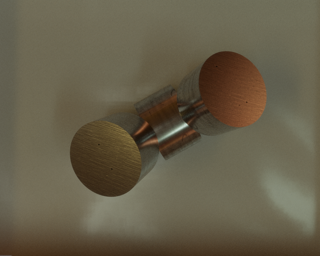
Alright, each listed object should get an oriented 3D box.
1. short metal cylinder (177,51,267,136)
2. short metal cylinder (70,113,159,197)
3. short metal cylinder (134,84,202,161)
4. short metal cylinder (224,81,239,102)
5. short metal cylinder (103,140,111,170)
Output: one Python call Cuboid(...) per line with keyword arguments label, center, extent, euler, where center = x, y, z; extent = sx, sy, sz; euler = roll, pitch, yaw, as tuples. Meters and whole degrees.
Cuboid(label="short metal cylinder", center=(0.065, -0.035, 0.333), extent=(0.081, 0.050, 0.080), euler=(5, 77, -21))
Cuboid(label="short metal cylinder", center=(-0.047, 0.026, 0.332), extent=(0.080, 0.050, 0.079), euler=(4, 104, 18))
Cuboid(label="short metal cylinder", center=(0.009, -0.007, 0.382), extent=(0.050, 0.080, 0.080), euler=(-30, 90, 0))
Cuboid(label="short metal cylinder", center=(0.067, -0.037, 0.398), extent=(0.081, 0.050, 0.079), euler=(0, 90, -1))
Cuboid(label="short metal cylinder", center=(-0.048, 0.025, 0.397), extent=(0.081, 0.050, 0.079), euler=(0, 90, -1))
